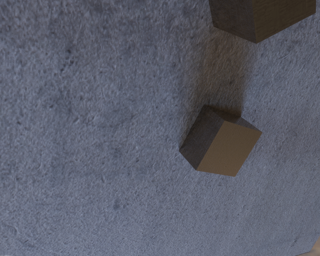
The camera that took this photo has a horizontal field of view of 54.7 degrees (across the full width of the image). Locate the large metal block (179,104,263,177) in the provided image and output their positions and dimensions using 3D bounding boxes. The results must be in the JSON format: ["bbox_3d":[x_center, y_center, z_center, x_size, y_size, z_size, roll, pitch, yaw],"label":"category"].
[{"bbox_3d":[0.088,0.020,0.454,0.081,0.050,0.080,14,111,-35],"label":"large metal block"}]

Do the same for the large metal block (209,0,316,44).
[{"bbox_3d":[0.111,-0.144,0.345,0.080,0.080,0.050,-29,129,-10],"label":"large metal block"}]
